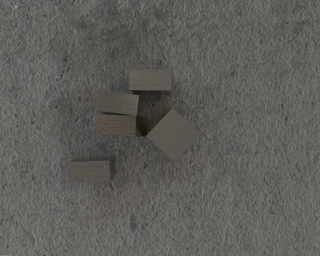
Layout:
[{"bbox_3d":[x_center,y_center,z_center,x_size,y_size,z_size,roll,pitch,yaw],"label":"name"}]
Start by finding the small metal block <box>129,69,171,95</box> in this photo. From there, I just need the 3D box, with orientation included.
[{"bbox_3d":[-0.011,-0.058,0.397,0.050,0.050,0.025,0,90,0],"label":"small metal block"}]

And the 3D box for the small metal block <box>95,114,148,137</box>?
[{"bbox_3d":[-0.047,-0.003,0.392,0.050,0.050,0.025,2,90,13],"label":"small metal block"}]

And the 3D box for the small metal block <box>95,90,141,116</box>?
[{"bbox_3d":[-0.052,-0.030,0.397,0.050,0.050,0.025,7,90,0],"label":"small metal block"}]

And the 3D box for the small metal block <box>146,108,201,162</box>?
[{"bbox_3d":[0.017,0.009,0.410,0.050,0.025,0.050,43,90,-1],"label":"small metal block"}]

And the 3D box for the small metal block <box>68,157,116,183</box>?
[{"bbox_3d":[-0.085,0.052,0.397,0.050,0.050,0.025,-2,90,0],"label":"small metal block"}]
